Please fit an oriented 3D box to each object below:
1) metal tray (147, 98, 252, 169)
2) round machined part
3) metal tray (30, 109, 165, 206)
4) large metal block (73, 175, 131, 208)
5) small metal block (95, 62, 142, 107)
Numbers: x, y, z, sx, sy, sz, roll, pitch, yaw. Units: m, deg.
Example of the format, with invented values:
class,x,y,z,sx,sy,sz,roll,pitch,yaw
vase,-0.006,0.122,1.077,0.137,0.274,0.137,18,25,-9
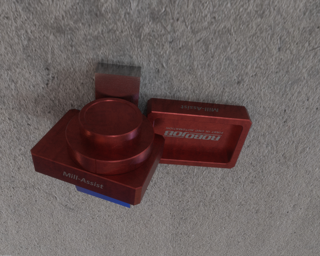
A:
class,x,y,z,sx,sy,sz,roll,pitch,yaw
metal tray,0.045,0.010,0.414,0.131,0.030,0.089,5,130,-5
round machined part,-0.055,0.002,0.347,0.099,0.098,0.042,5,130,-5
metal tray,-0.069,0.029,0.368,0.131,0.090,0.030,17,131,9
large metal block,-0.070,0.057,0.415,0.080,0.050,0.080,16,144,9
small metal block,-0.050,-0.048,0.368,0.050,0.025,0.050,5,130,-5
